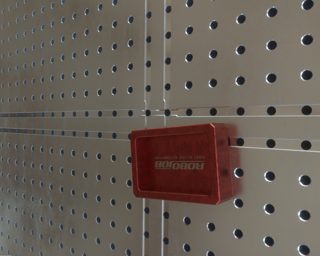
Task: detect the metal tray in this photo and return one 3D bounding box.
[{"bbox_3d":[0.021,0.043,0.386,0.130,0.030,0.089,-6,86,39],"label":"metal tray"}]
